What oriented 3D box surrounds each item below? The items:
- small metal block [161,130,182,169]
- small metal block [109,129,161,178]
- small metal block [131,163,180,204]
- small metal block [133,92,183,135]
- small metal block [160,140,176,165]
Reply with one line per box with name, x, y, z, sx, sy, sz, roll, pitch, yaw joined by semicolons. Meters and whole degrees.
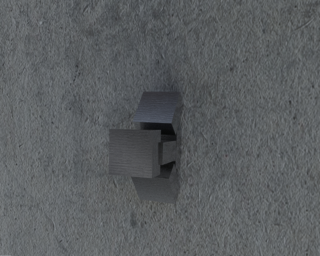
small metal block;0.001;0.026;0.410;0.050;0.025;0.050;3;91;19
small metal block;-0.027;0.026;0.339;0.050;0.025;0.050;1;90;19
small metal block;-0.005;0.069;0.398;0.050;0.025;0.050;3;132;19
small metal block;-0.001;-0.020;0.397;0.050;0.025;0.050;3;55;20
small metal block;-0.012;0.027;0.373;0.050;0.050;0.025;3;91;19
